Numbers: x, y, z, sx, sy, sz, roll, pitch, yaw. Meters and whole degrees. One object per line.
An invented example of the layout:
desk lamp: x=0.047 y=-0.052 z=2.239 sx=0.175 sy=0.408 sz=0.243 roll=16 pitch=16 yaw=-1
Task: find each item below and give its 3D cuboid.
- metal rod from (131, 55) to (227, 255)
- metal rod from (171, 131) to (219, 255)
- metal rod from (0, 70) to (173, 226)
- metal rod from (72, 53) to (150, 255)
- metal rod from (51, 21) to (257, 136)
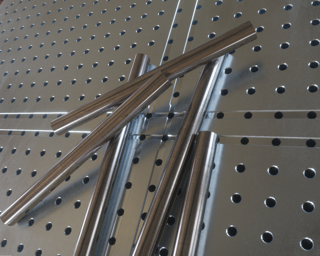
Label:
metal rod: x=0.031 y=0.016 z=0.381 sx=0.025 sy=0.025 sz=0.300 roll=9 pitch=66 yaw=31
metal rod: x=0.021 y=0.141 z=0.309 sx=0.025 sy=0.025 sz=0.300 roll=1 pitch=62 yaw=28
metal rod: x=-0.104 y=0.032 z=0.415 sx=0.300 sy=0.025 sz=0.025 roll=-41 pitch=51 yaw=10
metal rod: x=-0.059 y=0.022 z=0.423 sx=0.025 sy=0.025 sz=0.300 roll=-1 pitch=61 yaw=27
metal rod: x=-0.017 y=-0.062 z=0.420 sx=0.301 sy=0.025 sz=0.025 roll=-25 pitch=53 yaw=12
